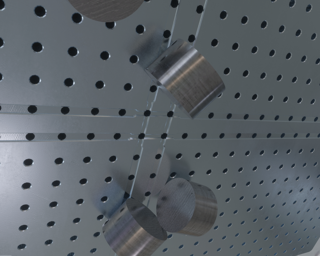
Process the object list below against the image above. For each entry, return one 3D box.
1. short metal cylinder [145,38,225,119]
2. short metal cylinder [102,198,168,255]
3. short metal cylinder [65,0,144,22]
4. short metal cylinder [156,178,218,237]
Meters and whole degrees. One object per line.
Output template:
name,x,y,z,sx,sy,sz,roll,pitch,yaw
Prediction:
short metal cylinder,0.029,-0.055,0.357,0.050,0.080,0.080,-43,129,2
short metal cylinder,-0.036,0.149,0.448,0.050,0.080,0.080,-47,129,5
short metal cylinder,-0.054,-0.141,0.278,0.081,0.050,0.079,-14,124,-21
short metal cylinder,0.040,0.121,0.472,0.050,0.080,0.080,25,105,-37
